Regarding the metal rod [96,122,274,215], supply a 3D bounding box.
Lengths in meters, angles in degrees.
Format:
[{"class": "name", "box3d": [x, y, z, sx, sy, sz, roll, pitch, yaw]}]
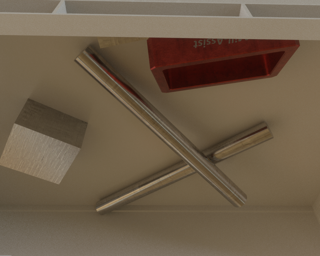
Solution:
[{"class": "metal rod", "box3d": [0.023, 0.069, 0.467, 0.300, 0.025, 0.025, -28, 125, 21]}]

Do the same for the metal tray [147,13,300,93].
[{"class": "metal tray", "box3d": [0.059, -0.070, 0.313, 0.131, 0.030, 0.090, -8, 171, 6]}]

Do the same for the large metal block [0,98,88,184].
[{"class": "large metal block", "box3d": [-0.152, 0.020, 0.407, 0.080, 0.050, 0.080, 24, 126, -20]}]

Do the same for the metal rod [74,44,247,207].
[{"class": "metal rod", "box3d": [0.016, 0.012, 0.396, 0.025, 0.025, 0.300, -35, 116, 26]}]

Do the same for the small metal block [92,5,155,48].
[{"class": "small metal block", "box3d": [-0.033, -0.101, 0.304, 0.050, 0.050, 0.025, -9, 116, 7]}]
